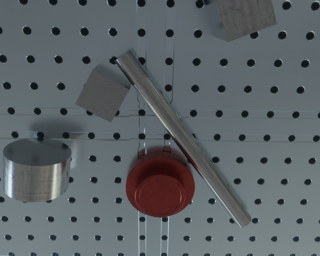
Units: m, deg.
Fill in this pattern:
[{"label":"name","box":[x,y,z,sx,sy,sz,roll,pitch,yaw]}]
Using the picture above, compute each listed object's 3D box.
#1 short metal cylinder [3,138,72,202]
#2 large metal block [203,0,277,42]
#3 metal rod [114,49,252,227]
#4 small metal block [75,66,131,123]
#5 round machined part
[{"label":"short metal cylinder","box":[-0.158,0.052,0.401,0.081,0.080,0.050,10,110,-4]},{"label":"large metal block","box":[0.078,-0.143,0.332,0.050,0.080,0.080,-20,109,7]},{"label":"metal rod","box":[0.040,0.025,0.423,0.025,0.025,0.300,-34,107,11]},{"label":"small metal block","box":[-0.072,-0.043,0.397,0.050,0.025,0.050,28,107,-11]},{"label":"round machined part","box":[0.000,0.086,0.436,0.099,0.042,0.097,0,110,-1]}]
